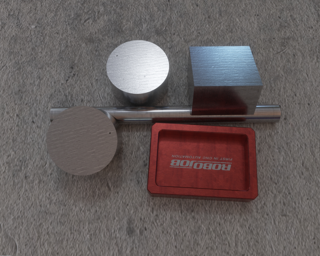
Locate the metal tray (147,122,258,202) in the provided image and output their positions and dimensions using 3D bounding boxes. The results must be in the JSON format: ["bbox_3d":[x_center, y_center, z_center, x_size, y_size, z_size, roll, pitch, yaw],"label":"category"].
[{"bbox_3d":[0.052,0.043,0.390,0.131,0.030,0.090,3,70,1],"label":"metal tray"}]

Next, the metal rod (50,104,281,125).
[{"bbox_3d":[0.008,-0.018,0.417,0.302,0.025,0.025,-1,70,-1],"label":"metal rod"}]

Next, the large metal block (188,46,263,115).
[{"bbox_3d":[0.080,-0.063,0.406,0.081,0.050,0.080,-1,49,-1],"label":"large metal block"}]

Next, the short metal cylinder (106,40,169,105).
[{"bbox_3d":[-0.029,-0.071,0.422,0.081,0.050,0.080,0,69,0],"label":"short metal cylinder"}]

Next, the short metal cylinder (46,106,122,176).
[{"bbox_3d":[-0.089,0.014,0.377,0.081,0.050,0.079,0,91,-1],"label":"short metal cylinder"}]
